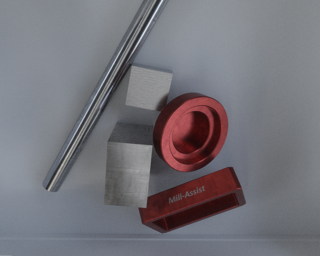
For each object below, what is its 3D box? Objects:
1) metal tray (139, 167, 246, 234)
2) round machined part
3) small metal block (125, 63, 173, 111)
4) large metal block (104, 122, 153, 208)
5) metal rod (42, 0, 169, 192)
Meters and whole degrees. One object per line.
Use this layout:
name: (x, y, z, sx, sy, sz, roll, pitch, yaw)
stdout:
metal tray: (0.046, 0.101, 0.419, 0.130, 0.030, 0.090, -22, 149, 7)
round machined part: (0.034, 0.002, 0.390, 0.099, 0.042, 0.097, -12, 114, -27)
small metal block: (-0.014, -0.051, 0.392, 0.050, 0.025, 0.050, 10, 110, -5)
large metal block: (-0.038, 0.044, 0.395, 0.050, 0.080, 0.079, 5, 106, -2)
metal rod: (-0.076, -0.037, 0.396, 0.025, 0.025, 0.298, 30, 107, -11)
